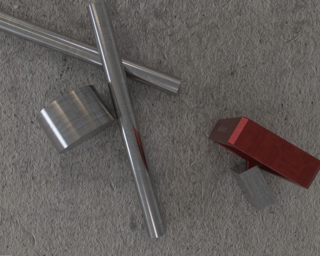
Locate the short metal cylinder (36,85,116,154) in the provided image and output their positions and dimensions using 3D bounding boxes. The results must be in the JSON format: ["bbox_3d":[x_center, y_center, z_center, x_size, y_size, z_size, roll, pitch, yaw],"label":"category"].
[{"bbox_3d":[-0.102,-0.010,0.382,0.080,0.080,0.050,-33,90,0],"label":"short metal cylinder"}]

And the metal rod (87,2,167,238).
[{"bbox_3d":[-0.040,-0.004,0.392,0.025,0.025,0.298,-14,97,0],"label":"metal rod"}]

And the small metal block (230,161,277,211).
[{"bbox_3d":[0.118,0.072,0.398,0.025,0.050,0.050,-28,90,0],"label":"small metal block"}]

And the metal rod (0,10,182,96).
[{"bbox_3d":[-0.117,-0.106,0.408,0.301,0.025,0.025,21,90,0],"label":"metal rod"}]

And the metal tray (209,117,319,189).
[{"bbox_3d":[0.111,0.024,0.358,0.090,0.130,0.030,30,90,0],"label":"metal tray"}]
